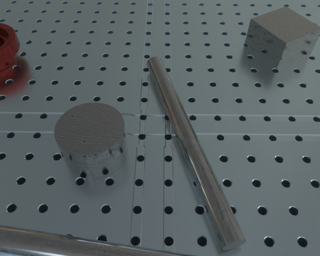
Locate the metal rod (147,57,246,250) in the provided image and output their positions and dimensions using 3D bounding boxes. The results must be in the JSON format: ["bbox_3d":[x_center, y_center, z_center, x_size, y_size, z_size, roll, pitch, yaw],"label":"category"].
[{"bbox_3d":[0.033,0.007,0.402,0.025,0.025,0.300,-12,51,-11],"label":"metal rod"}]

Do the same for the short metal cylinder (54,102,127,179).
[{"bbox_3d":[-0.081,0.015,0.378,0.081,0.050,0.080,0,50,0],"label":"short metal cylinder"}]

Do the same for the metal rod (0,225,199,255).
[{"bbox_3d":[-0.058,0.124,0.302,0.302,0.025,0.025,7,50,5],"label":"metal rod"}]

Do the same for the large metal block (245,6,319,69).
[{"bbox_3d":[0.206,-0.155,0.524,0.081,0.050,0.080,-25,55,-20],"label":"large metal block"}]

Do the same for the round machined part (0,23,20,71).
[{"bbox_3d":[-0.276,-0.124,0.498,0.099,0.042,0.098,0,50,0],"label":"round machined part"}]
